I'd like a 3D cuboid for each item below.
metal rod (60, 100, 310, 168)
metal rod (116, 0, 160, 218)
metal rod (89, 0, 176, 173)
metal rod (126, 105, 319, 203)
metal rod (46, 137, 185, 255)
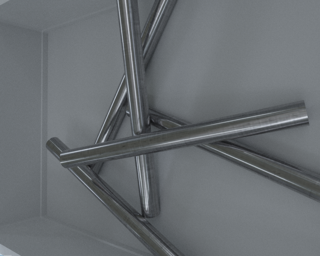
[{"bbox_3d":[0.006,0.014,0.357,0.300,0.025,0.025,-12,82,25],"label":"metal rod"},{"bbox_3d":[-0.027,-0.030,0.390,0.025,0.025,0.298,4,105,40],"label":"metal rod"},{"bbox_3d":[-0.051,-0.050,0.449,0.025,0.025,0.298,41,115,32],"label":"metal rod"},{"bbox_3d":[0.071,0.022,0.347,0.300,0.025,0.025,24,105,37],"label":"metal rod"},{"bbox_3d":[-0.073,0.097,0.437,0.300,0.025,0.025,34,111,32],"label":"metal rod"}]
